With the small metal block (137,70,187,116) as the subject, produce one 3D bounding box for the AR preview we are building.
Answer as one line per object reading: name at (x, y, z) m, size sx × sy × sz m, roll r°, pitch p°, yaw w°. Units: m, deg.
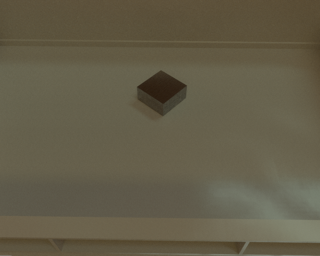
small metal block at (0.003, -0.051, 0.448) m, size 0.050 × 0.025 × 0.050 m, roll 35°, pitch 58°, yaw 26°
